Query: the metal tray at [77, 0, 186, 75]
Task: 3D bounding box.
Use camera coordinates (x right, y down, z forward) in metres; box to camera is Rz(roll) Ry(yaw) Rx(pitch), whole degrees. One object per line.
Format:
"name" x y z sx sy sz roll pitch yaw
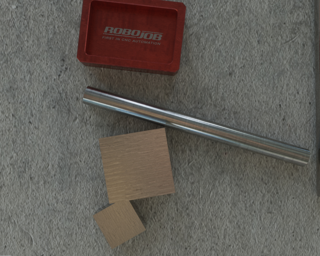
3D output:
"metal tray" -0.036 -0.122 0.406 0.131 0.030 0.089 6 90 -1

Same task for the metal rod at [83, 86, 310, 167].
"metal rod" 0.048 -0.002 0.410 0.302 0.025 0.025 16 90 -1

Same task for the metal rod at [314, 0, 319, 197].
"metal rod" 0.221 -0.058 0.412 0.025 0.025 0.298 -1 90 -1

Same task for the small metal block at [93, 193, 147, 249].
"small metal block" -0.052 0.122 0.409 0.050 0.025 0.050 -30 91 0

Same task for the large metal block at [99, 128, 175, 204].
"large metal block" -0.028 0.045 0.397 0.081 0.050 0.080 -9 90 -1
